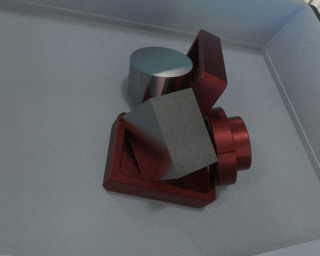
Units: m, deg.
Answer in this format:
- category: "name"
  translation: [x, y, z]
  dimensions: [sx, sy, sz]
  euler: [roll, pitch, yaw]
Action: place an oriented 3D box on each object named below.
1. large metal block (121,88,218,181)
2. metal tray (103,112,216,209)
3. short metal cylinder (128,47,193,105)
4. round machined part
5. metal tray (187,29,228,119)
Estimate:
- category: "large metal block"
  translation: [0.007, 0.010, 0.338]
  dimensions: [0.050, 0.080, 0.080]
  euler: [-18, 87, -29]
- category: "metal tray"
  translation: [0.003, 0.040, 0.378]
  dimensions: [0.131, 0.030, 0.090]
  euler: [16, 55, -19]
- category: "short metal cylinder"
  translation: [-0.001, -0.067, 0.410]
  dimensions: [0.081, 0.050, 0.080]
  euler: [6, 39, -4]
- category: "round machined part"
  translation: [0.083, 0.021, 0.386]
  dimensions: [0.042, 0.098, 0.098]
  euler: [-9, 63, 1]
- category: "metal tray"
  translation: [0.047, -0.062, 0.407]
  dimensions: [0.030, 0.089, 0.130]
  euler: [22, 38, -12]
